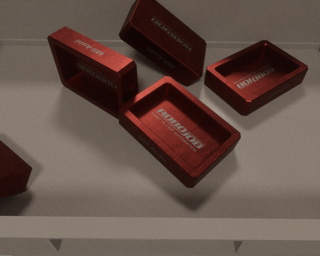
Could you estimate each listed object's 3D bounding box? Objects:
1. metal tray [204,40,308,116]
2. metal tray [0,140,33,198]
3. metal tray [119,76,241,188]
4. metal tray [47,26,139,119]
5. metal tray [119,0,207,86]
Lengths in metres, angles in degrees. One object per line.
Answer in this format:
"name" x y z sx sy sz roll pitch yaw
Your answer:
"metal tray" 0.145 -0.081 0.471 0.131 0.030 0.090 -28 56 -22
"metal tray" -0.214 0.043 0.315 0.090 0.030 0.131 32 18 24
"metal tray" 0.023 0.000 0.390 0.091 0.030 0.130 -38 68 -27
"metal tray" -0.089 -0.072 0.422 0.130 0.089 0.030 30 56 23
"metal tray" 0.010 -0.133 0.466 0.130 0.030 0.090 32 48 -23
